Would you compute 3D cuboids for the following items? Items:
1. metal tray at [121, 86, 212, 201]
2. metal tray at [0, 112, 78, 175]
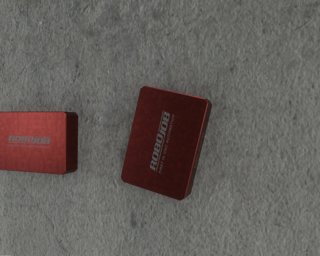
[{"bbox_3d":[0.008,0.018,0.403,0.090,0.030,0.129,15,95,19],"label":"metal tray"},{"bbox_3d":[-0.189,0.020,0.471,0.130,0.030,0.089,1,90,19],"label":"metal tray"}]
